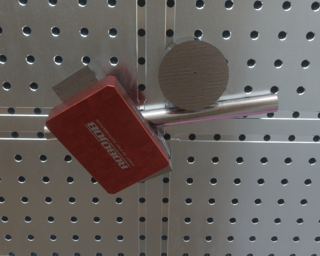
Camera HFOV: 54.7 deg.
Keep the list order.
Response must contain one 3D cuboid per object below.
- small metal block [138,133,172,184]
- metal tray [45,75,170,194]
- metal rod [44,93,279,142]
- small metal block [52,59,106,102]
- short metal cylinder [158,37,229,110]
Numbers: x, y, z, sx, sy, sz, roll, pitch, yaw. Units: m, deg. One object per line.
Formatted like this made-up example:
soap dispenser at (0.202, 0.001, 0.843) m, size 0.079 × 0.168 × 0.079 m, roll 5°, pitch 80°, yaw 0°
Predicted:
small metal block at (-0.016, 0.042, 0.427) m, size 0.050 × 0.025 × 0.050 m, roll -22°, pitch 109°, yaw 7°
metal tray at (-0.058, 0.013, 0.373) m, size 0.090 × 0.030 × 0.130 m, roll -29°, pitch 119°, yaw 10°
metal rod at (0.000, -0.014, 0.409) m, size 0.302 × 0.025 × 0.025 m, roll -7°, pitch 110°, yaw 2°
small metal block at (-0.096, -0.057, 0.377) m, size 0.050 × 0.050 × 0.025 m, roll -30°, pitch 108°, yaw 10°
short metal cylinder at (0.038, -0.067, 0.375) m, size 0.081 × 0.050 × 0.079 m, roll 0°, pitch 110°, yaw -1°
